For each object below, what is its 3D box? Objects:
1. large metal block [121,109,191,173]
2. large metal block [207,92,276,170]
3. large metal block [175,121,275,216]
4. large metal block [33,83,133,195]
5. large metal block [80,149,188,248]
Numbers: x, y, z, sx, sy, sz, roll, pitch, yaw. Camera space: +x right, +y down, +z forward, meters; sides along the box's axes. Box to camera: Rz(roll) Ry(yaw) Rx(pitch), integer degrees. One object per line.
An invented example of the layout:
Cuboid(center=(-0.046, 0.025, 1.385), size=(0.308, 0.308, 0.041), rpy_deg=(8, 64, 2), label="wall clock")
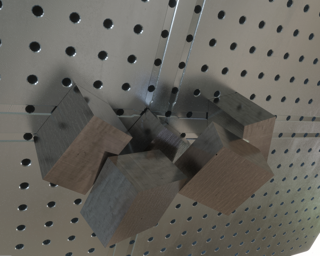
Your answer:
Cuboid(center=(-0.007, 0.035, 0.414), size=(0.080, 0.050, 0.080), rpy_deg=(-49, 129, 6), label="large metal block")
Cuboid(center=(0.111, 0.006, 0.442), size=(0.050, 0.080, 0.079), rpy_deg=(-15, 125, -20), label="large metal block")
Cuboid(center=(0.074, 0.051, 0.379), size=(0.080, 0.050, 0.080), rpy_deg=(29, 116, -23), label="large metal block")
Cuboid(center=(-0.087, 0.010, 0.335), size=(0.050, 0.080, 0.080), rpy_deg=(34, 99, -39), label="large metal block")
Cuboid(center=(-0.028, 0.074, 0.341), size=(0.081, 0.050, 0.079), rpy_deg=(-3, 130, -51), label="large metal block")
